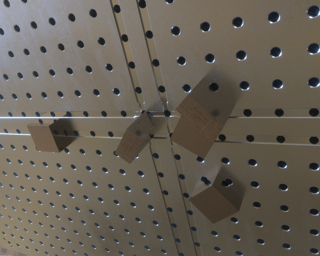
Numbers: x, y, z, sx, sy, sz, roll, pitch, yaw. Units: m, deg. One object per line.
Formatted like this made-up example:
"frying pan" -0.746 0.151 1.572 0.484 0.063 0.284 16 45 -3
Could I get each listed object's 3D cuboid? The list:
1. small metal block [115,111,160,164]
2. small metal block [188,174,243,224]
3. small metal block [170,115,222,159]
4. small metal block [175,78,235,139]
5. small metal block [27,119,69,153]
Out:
"small metal block" -0.030 0.013 0.419 0.025 0.050 0.050 35 129 5
"small metal block" 0.077 0.100 0.432 0.050 0.025 0.050 45 129 -3
"small metal block" 0.047 0.003 0.389 0.050 0.025 0.050 30 128 9
"small metal block" 0.053 -0.023 0.353 0.050 0.050 0.025 41 129 0
"small metal block" -0.187 0.012 0.518 0.050 0.025 0.050 1 119 27
